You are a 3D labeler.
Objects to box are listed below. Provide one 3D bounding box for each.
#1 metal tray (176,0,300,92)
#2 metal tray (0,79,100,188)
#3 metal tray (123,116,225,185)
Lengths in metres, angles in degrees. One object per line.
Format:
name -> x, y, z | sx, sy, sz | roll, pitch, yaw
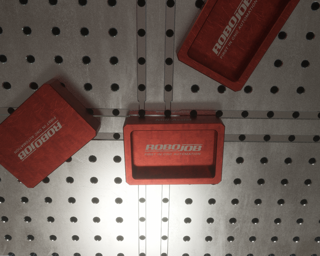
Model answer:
metal tray -> 0.089, -0.120, 0.367 | 0.090, 0.030, 0.129 | 27, 108, -10
metal tray -> -0.157, 0.009, 0.412 | 0.130, 0.030, 0.090 | -38, 106, 12
metal tray -> 0.018, 0.031, 0.422 | 0.131, 0.030, 0.089 | -1, 110, -1
